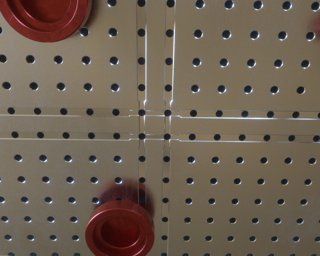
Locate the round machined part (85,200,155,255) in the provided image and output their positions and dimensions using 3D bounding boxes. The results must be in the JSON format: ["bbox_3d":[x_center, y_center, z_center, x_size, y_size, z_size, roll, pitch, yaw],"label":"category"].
[{"bbox_3d":[-0.057,0.148,0.458,0.099,0.042,0.097,0,110,-1],"label":"round machined part"}]

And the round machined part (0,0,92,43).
[{"bbox_3d":[-0.126,-0.148,0.348,0.099,0.042,0.097,0,110,-1],"label":"round machined part"}]
